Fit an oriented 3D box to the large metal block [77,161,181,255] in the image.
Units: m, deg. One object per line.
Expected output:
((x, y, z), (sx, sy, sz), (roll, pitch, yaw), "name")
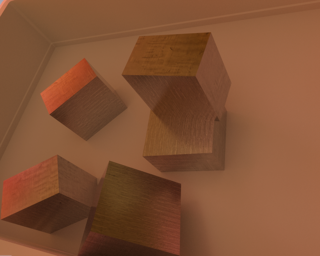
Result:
((-0.027, 0.089, 0.307), (0.080, 0.080, 0.050), (-84, 18, -50), "large metal block")

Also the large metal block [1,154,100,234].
((-0.133, 0.086, 0.386), (0.080, 0.080, 0.050), (-26, 53, 12), "large metal block")

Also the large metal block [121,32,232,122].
((0.021, -0.051, 0.326), (0.080, 0.080, 0.050), (7, 65, 31), "large metal block")

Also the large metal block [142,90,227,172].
((0.032, 0.005, 0.369), (0.080, 0.050, 0.080), (-5, 59, 25), "large metal block")

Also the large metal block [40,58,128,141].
((-0.108, -0.039, 0.449), (0.080, 0.080, 0.050), (-39, 51, 2), "large metal block")
